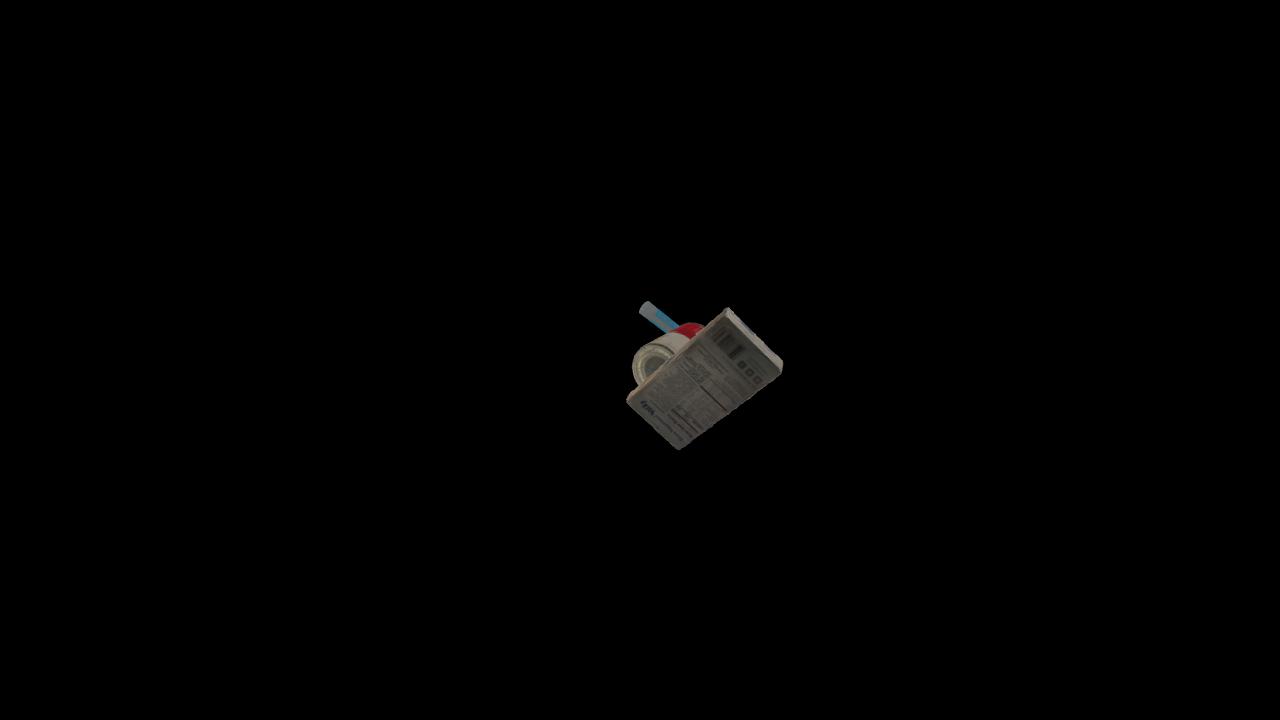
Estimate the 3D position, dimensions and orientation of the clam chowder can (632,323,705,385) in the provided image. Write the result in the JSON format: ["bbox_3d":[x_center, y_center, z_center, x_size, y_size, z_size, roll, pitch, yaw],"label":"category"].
[{"bbox_3d":[0.043,-0.001,0.742,0.068,0.068,0.102,0,17,32],"label":"clam chowder can"}]

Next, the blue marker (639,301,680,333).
[{"bbox_3d":[0.050,-0.031,0.769,0.121,0.020,0.020,37,-15,-21],"label":"blue marker"}]

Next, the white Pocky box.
[{"bbox_3d":[0.065,0.024,0.643,0.154,0.084,0.028,-42,8,30],"label":"white Pocky box"}]
